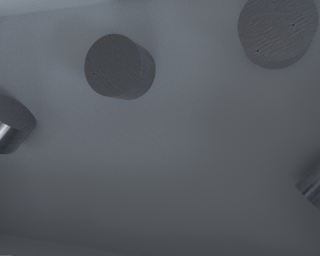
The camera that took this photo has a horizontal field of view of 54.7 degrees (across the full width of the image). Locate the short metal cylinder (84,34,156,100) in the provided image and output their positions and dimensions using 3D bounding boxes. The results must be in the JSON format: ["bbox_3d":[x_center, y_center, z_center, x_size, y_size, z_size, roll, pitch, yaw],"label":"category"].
[{"bbox_3d":[-0.052,-0.079,0.415,0.080,0.050,0.079,0,90,19],"label":"short metal cylinder"}]

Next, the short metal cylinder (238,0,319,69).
[{"bbox_3d":[0.132,-0.111,0.351,0.080,0.050,0.079,0,90,19],"label":"short metal cylinder"}]

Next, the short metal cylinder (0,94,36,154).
[{"bbox_3d":[-0.236,-0.007,0.462,0.080,0.080,0.050,46,104,14],"label":"short metal cylinder"}]

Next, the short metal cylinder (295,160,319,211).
[{"bbox_3d":[0.188,0.068,0.315,0.080,0.080,0.050,42,103,15],"label":"short metal cylinder"}]
